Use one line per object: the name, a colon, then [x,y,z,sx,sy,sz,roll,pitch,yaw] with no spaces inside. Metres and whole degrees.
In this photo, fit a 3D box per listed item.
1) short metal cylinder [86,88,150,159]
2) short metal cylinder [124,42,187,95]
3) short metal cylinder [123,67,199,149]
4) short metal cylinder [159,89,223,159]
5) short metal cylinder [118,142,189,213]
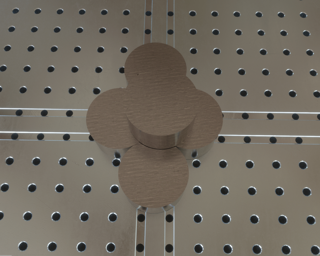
short metal cylinder: [-0.049,-0.005,0.400,0.081,0.050,0.080,0,70,0]
short metal cylinder: [-0.006,-0.068,0.423,0.081,0.050,0.080,0,70,-1]
short metal cylinder: [0.001,-0.021,0.352,0.081,0.050,0.080,0,70,0]
short metal cylinder: [0.036,-0.004,0.399,0.081,0.050,0.080,0,70,0]
short metal cylinder: [-0.007,0.060,0.376,0.081,0.050,0.080,0,68,0]
